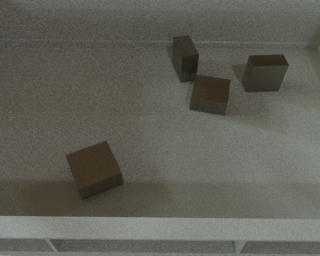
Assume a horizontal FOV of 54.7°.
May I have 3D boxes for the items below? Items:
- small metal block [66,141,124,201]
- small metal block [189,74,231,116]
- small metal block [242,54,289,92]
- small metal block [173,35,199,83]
[{"bbox_3d":[-0.077,0.049,0.363,0.050,0.025,0.050,-20,53,-17],"label":"small metal block"},{"bbox_3d":[0.073,-0.048,0.447,0.050,0.025,0.050,10,51,8],"label":"small metal block"},{"bbox_3d":[0.154,-0.080,0.459,0.050,0.050,0.025,-2,50,-2],"label":"small metal block"},{"bbox_3d":[0.038,-0.107,0.479,0.025,0.050,0.050,-10,51,-9],"label":"small metal block"}]
